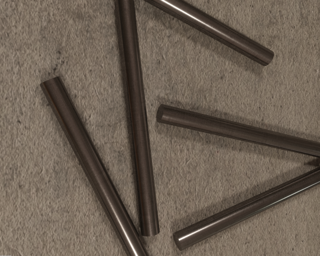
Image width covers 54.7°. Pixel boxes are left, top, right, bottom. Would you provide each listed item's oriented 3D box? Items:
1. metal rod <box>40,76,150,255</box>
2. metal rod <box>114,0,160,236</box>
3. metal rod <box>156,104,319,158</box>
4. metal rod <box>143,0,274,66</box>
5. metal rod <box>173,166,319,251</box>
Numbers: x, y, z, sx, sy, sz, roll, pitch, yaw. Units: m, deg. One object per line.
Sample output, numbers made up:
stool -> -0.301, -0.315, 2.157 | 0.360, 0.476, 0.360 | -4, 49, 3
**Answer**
metal rod -> -0.067, 0.079, 0.385 | 0.025, 0.025, 0.299 | -28, 99, -18
metal rod -> -0.029, -0.011, 0.399 | 0.025, 0.025, 0.298 | -7, 93, -20
metal rod -> 0.139, 0.010, 0.462 | 0.302, 0.025, 0.025 | 12, 86, -20
metal rod -> 0.032, -0.159, 0.421 | 0.302, 0.025, 0.025 | 22, 83, -19
metal rod -> 0.159, 0.111, 0.469 | 0.302, 0.025, 0.025 | -18, 96, -20
